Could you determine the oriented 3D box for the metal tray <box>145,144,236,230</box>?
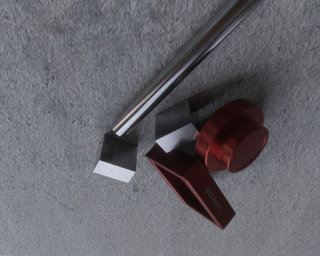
[{"bbox_3d":[0.044,0.080,0.435,0.030,0.090,0.130,-47,127,-16],"label":"metal tray"}]

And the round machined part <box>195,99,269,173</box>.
[{"bbox_3d":[0.094,0.016,0.381,0.099,0.042,0.097,-25,138,-25],"label":"round machined part"}]

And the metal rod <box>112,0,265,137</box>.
[{"bbox_3d":[0.043,-0.086,0.334,0.025,0.025,0.299,32,123,-25],"label":"metal rod"}]

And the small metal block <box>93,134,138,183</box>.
[{"bbox_3d":[-0.060,0.042,0.426,0.050,0.050,0.025,21,127,-17],"label":"small metal block"}]

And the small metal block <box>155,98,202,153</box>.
[{"bbox_3d":[0.022,-0.004,0.388,0.050,0.050,0.025,-27,125,21],"label":"small metal block"}]
